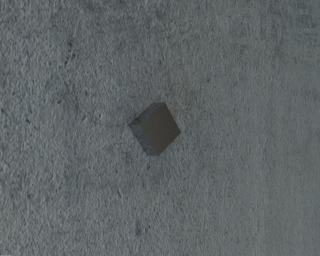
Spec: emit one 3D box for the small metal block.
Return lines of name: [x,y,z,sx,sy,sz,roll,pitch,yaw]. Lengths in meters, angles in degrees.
small metal block: [-0.006,0.001,0.403,0.050,0.025,0.050,-44,117,-31]
